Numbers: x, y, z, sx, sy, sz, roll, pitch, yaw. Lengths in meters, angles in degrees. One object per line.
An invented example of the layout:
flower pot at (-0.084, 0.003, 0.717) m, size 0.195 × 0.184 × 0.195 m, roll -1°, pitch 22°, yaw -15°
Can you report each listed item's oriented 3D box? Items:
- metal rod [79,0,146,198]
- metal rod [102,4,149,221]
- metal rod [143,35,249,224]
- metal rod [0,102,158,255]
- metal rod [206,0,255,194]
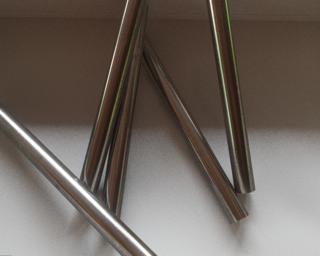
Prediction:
metal rod at (-0.055, -0.057, 0.380) m, size 0.025 × 0.025 × 0.298 m, roll 14°, pitch 89°, yaw 5°
metal rod at (-0.045, -0.029, 0.404) m, size 0.025 × 0.025 × 0.299 m, roll 6°, pitch 76°, yaw 2°
metal rod at (0.029, -0.017, 0.415) m, size 0.025 × 0.025 × 0.299 m, roll -25°, pitch 72°, yaw -9°
metal rod at (-0.121, 0.054, 0.366) m, size 0.300 × 0.025 × 0.025 m, roll 38°, pitch 74°, yaw 21°
metal rod at (0.081, -0.069, 0.373) m, size 0.025 × 0.025 × 0.298 m, roll -10°, pitch 94°, yaw -4°
